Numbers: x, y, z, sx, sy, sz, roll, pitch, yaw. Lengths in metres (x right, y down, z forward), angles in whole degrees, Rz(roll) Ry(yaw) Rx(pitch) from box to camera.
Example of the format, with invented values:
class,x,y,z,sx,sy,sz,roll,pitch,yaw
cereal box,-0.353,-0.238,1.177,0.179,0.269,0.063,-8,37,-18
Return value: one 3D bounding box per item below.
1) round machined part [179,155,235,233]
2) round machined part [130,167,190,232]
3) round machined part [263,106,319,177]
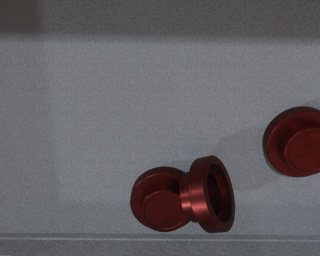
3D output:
class,x,y,z,sx,sy,sz,roll,pitch,yaw
round machined part,0.060,0.088,0.410,0.042,0.098,0.098,-17,111,30
round machined part,0.006,0.108,0.442,0.099,0.042,0.097,0,110,0
round machined part,0.192,0.023,0.412,0.099,0.042,0.097,0,110,0
